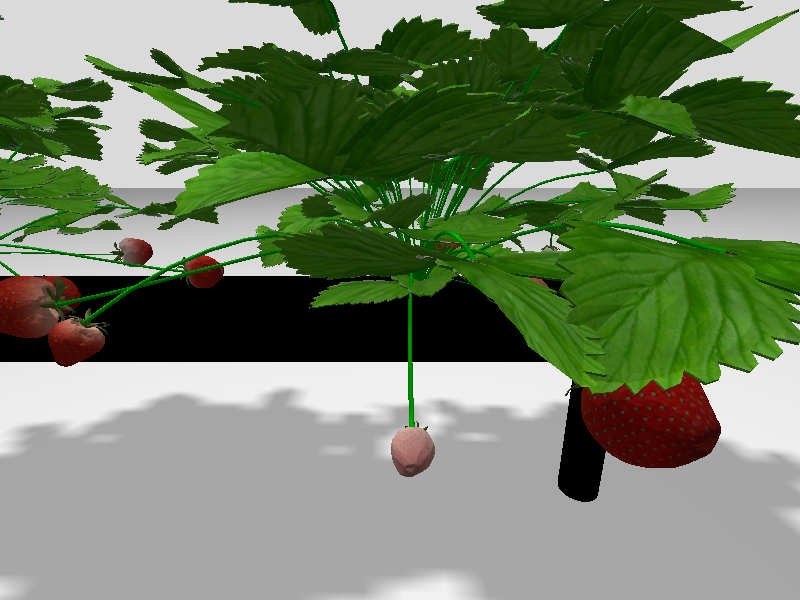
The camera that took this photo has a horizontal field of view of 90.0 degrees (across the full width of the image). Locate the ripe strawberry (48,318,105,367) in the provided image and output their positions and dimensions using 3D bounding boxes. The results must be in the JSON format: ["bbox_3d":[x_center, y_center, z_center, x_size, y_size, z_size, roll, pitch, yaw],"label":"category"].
[{"bbox_3d":[-0.183,0.024,0.225,0.025,0.026,0.028,38,-9,-38],"label":"ripe strawberry"}]

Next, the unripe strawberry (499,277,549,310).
[{"bbox_3d":[0.094,-0.005,0.300,0.040,0.039,0.037,14,22,36],"label":"unripe strawberry"}]

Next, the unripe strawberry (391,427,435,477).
[{"bbox_3d":[0.004,0.055,0.142,0.016,0.017,0.017,1,18,3],"label":"unripe strawberry"}]

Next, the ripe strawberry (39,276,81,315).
[{"bbox_3d":[-0.252,0.000,0.290,0.033,0.033,0.036,13,21,19],"label":"ripe strawberry"}]

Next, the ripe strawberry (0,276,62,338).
[{"bbox_3d":[-0.246,0.005,0.257,0.041,0.041,0.045,-8,19,-21],"label":"ripe strawberry"}]

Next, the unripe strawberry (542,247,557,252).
[{"bbox_3d":[0.181,-0.055,0.487,0.019,0.020,0.018,-13,22,-36],"label":"unripe strawberry"}]

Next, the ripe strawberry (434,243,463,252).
[{"bbox_3d":[0.058,-0.058,0.460,0.045,0.039,0.046,7,18,21],"label":"ripe strawberry"}]

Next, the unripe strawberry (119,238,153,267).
[{"bbox_3d":[-0.305,-0.055,0.463,0.033,0.034,0.030,-13,22,-38],"label":"unripe strawberry"}]

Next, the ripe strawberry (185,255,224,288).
[{"bbox_3d":[-0.182,-0.027,0.374,0.031,0.033,0.029,0,17,-3],"label":"ripe strawberry"}]

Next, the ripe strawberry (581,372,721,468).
[{"bbox_3d":[0.093,0.041,0.148,0.042,0.044,0.045,-6,20,-18],"label":"ripe strawberry"}]
